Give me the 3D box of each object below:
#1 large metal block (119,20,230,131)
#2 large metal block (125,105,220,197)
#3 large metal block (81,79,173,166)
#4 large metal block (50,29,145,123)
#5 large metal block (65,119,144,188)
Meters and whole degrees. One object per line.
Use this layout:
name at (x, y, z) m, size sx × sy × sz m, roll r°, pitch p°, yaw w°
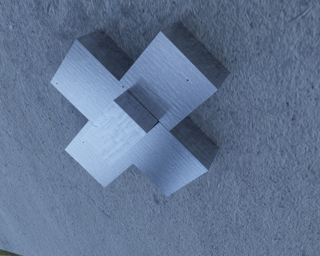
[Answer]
large metal block at (0.016, -0.057, 0.346) m, size 0.080 × 0.050 × 0.080 m, roll 45°, pitch 129°, yaw -4°
large metal block at (0.015, 0.030, 0.401) m, size 0.080 × 0.050 × 0.080 m, roll 45°, pitch 129°, yaw -4°
large metal block at (-0.038, -0.010, 0.385) m, size 0.050 × 0.080 × 0.080 m, roll 45°, pitch 129°, yaw -4°
large metal block at (-0.078, -0.063, 0.392) m, size 0.080 × 0.050 × 0.080 m, roll 45°, pitch 129°, yaw -4°
large metal block at (-0.076, 0.027, 0.446) m, size 0.080 × 0.050 × 0.080 m, roll 45°, pitch 129°, yaw -4°
